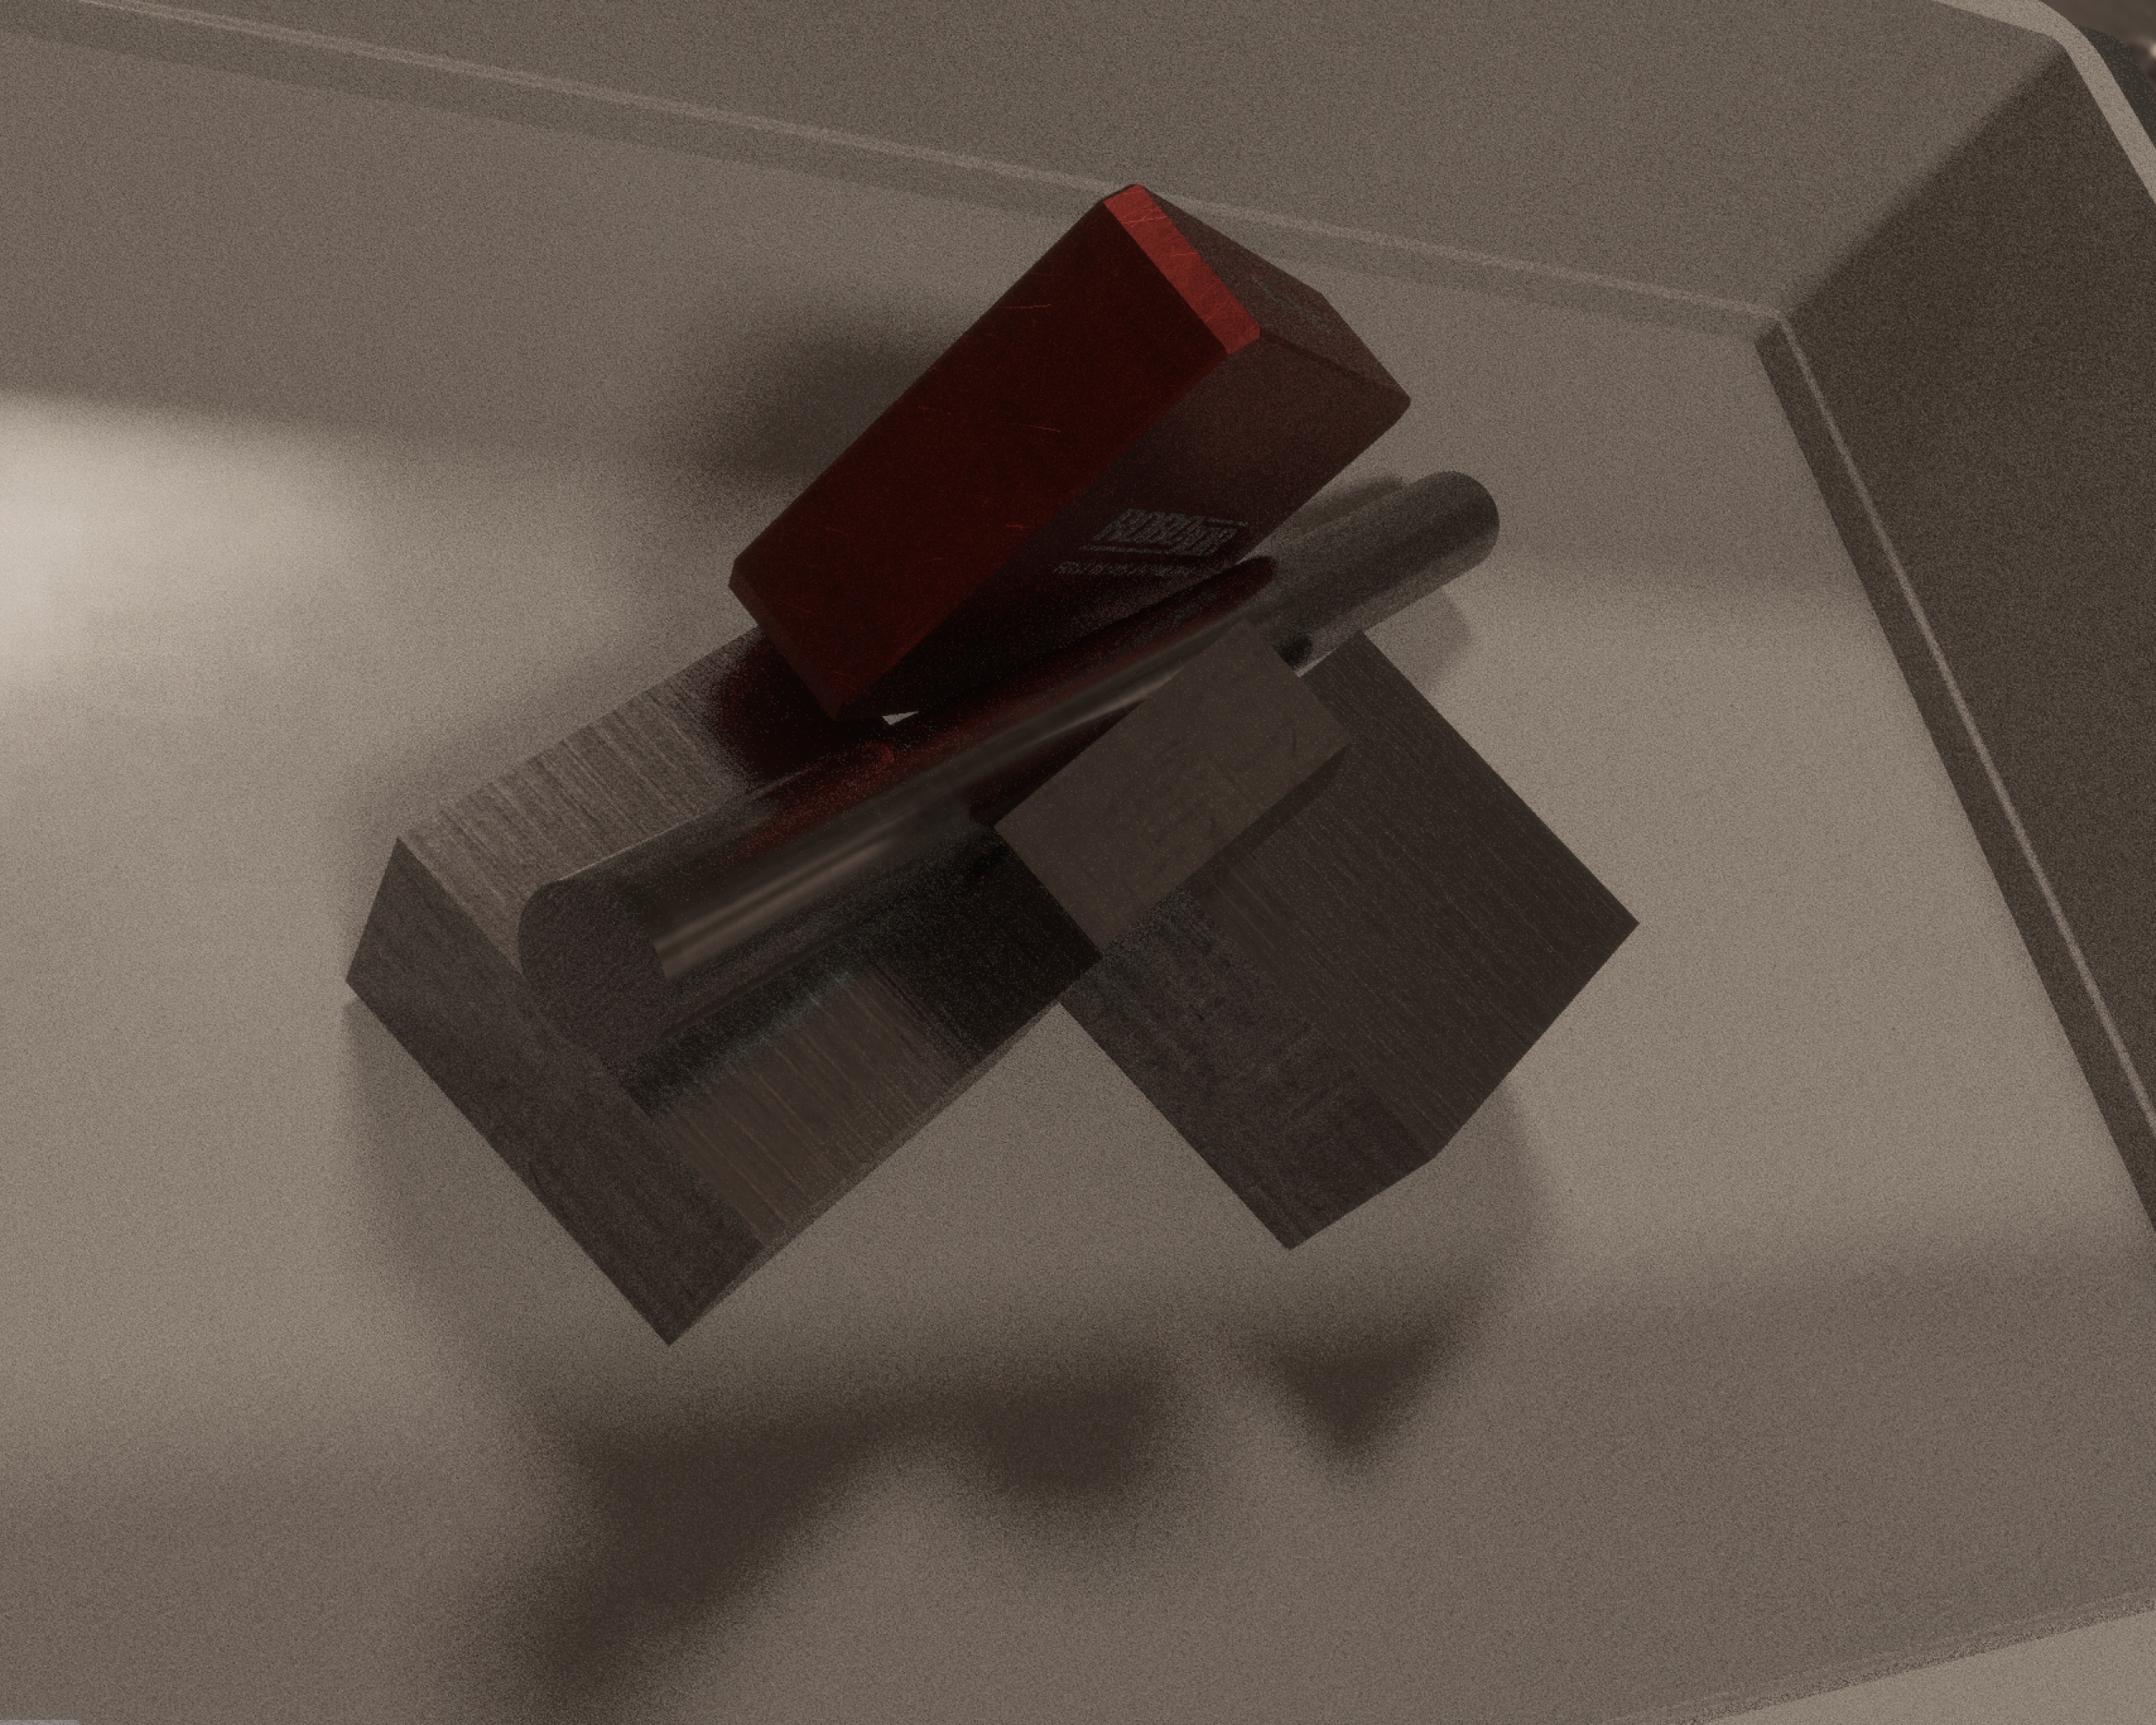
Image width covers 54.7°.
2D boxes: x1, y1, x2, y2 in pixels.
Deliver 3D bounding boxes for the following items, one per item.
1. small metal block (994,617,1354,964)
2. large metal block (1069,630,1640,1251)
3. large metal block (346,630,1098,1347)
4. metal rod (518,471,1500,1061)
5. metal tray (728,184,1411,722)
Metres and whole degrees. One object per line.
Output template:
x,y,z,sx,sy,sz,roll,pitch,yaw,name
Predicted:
0.016,-0.009,0.341,0.050,0.050,0.025,-40,83,-2,small metal block
0.048,0.014,0.407,0.080,0.050,0.080,47,51,5,large metal block
-0.058,0.018,0.344,0.080,0.050,0.080,47,51,5,large metal block
0.014,-0.034,0.386,0.025,0.025,0.302,49,36,6,metal rod
0.005,-0.068,0.373,0.030,0.090,0.131,52,19,7,metal tray
